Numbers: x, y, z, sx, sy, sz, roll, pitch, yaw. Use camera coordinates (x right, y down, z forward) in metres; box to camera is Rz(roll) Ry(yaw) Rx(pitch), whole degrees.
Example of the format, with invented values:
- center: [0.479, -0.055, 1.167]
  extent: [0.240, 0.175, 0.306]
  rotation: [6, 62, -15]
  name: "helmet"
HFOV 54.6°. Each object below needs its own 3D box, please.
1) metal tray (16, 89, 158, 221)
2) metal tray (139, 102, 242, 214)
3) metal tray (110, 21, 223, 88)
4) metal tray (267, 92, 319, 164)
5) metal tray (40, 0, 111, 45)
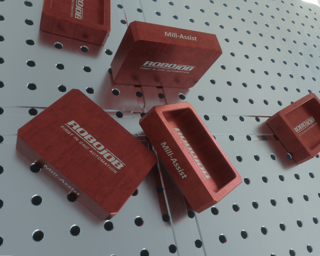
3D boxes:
- center: [-0.078, 0.027, 0.346]
  extent: [0.130, 0.030, 0.090]
  rotation: [41, 51, -1]
  name: "metal tray"
- center: [0.041, 0.030, 0.388]
  extent: [0.091, 0.030, 0.130]
  rotation: [-14, 68, -55]
  name: "metal tray"
- center: [0.008, -0.095, 0.428]
  extent: [0.131, 0.090, 0.030]
  rotation: [0, 62, -28]
  name: "metal tray"
- center: [0.256, -0.004, 0.543]
  extent: [0.131, 0.030, 0.090]
  rotation: [-24, 75, -36]
  name: "metal tray"
- center: [-0.120, -0.188, 0.454]
  extent: [0.091, 0.030, 0.130]
  rotation: [9, 58, -24]
  name: "metal tray"
